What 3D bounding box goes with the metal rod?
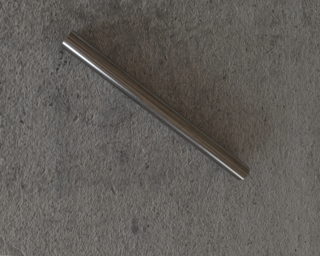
[{"bbox_3d":[0.006,-0.020,0.410,0.301,0.025,0.025,37,78,-16],"label":"metal rod"}]
